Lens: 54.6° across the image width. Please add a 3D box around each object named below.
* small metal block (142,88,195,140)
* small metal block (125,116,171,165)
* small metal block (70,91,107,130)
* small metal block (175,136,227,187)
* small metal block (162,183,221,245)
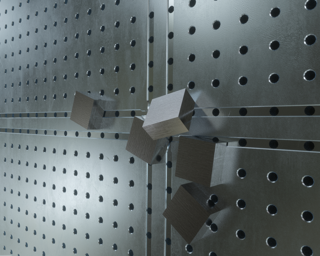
[{"bbox_3d":[0.012,-0.017,0.380,0.050,0.025,0.050,-15,40,31],"label":"small metal block"},{"bbox_3d":[-0.016,0.016,0.424,0.050,0.025,0.050,27,107,37],"label":"small metal block"},{"bbox_3d":[-0.118,-0.029,0.509,0.050,0.025,0.050,26,106,37],"label":"small metal block"},{"bbox_3d":[0.048,0.038,0.371,0.050,0.025,0.050,11,97,39],"label":"small metal block"},{"bbox_3d":[0.038,0.103,0.379,0.050,0.025,0.050,43,116,32],"label":"small metal block"}]
